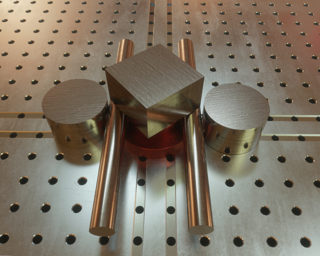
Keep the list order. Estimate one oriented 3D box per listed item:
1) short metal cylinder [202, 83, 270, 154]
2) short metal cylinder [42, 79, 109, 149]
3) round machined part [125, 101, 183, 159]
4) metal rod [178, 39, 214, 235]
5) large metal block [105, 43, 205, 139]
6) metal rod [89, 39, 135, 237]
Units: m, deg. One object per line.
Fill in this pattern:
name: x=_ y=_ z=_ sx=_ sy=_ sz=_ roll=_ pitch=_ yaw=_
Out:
short metal cylinder: x=0.095 y=-0.013 z=0.402 sx=0.080 sy=0.050 sz=0.080 roll=0 pitch=50 yaw=0
short metal cylinder: x=-0.107 y=-0.019 z=0.407 sx=0.080 sy=0.050 sz=0.080 roll=0 pitch=50 yaw=0
round machined part: x=-0.007 y=-0.011 z=0.406 sx=0.099 sy=0.042 sz=0.098 roll=0 pitch=50 yaw=0
metal rod: x=0.040 y=-0.016 z=0.394 sx=0.025 sy=0.025 sz=0.300 roll=0 pitch=50 yaw=0
large metal block: x=-0.007 y=-0.047 z=0.369 sx=0.081 sy=0.050 sz=0.080 roll=-31 pitch=57 yaw=-24
metal rod: x=-0.054 y=-0.015 z=0.393 sx=0.025 sy=0.025 sz=0.300 roll=0 pitch=50 yaw=0
